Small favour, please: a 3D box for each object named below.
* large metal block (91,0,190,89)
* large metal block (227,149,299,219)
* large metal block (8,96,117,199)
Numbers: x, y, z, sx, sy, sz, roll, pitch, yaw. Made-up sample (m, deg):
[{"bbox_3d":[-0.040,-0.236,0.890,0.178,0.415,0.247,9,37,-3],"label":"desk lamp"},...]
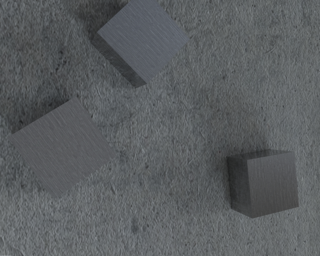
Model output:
[{"bbox_3d":[-0.025,-0.108,0.386,0.080,0.050,0.080,45,76,-15],"label":"large metal block"},{"bbox_3d":[0.149,0.077,0.451,0.081,0.050,0.079,-7,93,-20],"label":"large metal block"},{"bbox_3d":[-0.110,0.020,0.355,0.080,0.050,0.080,-35,102,-17],"label":"large metal block"}]
